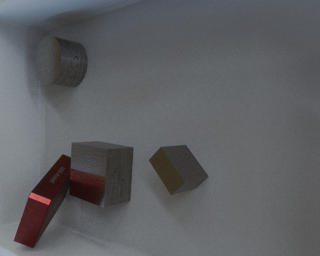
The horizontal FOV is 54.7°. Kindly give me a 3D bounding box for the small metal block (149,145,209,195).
[{"bbox_3d":[0.023,0.048,0.370,0.025,0.050,0.050,-50,61,28],"label":"small metal block"}]

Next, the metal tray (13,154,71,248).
[{"bbox_3d":[-0.174,0.109,0.486,0.030,0.130,0.089,24,110,-5],"label":"metal tray"}]

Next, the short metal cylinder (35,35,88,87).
[{"bbox_3d":[-0.169,-0.111,0.526,0.080,0.050,0.079,0,90,39],"label":"short metal cylinder"}]

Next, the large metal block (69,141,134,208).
[{"bbox_3d":[-0.088,0.065,0.461,0.080,0.050,0.079,6,94,39],"label":"large metal block"}]
